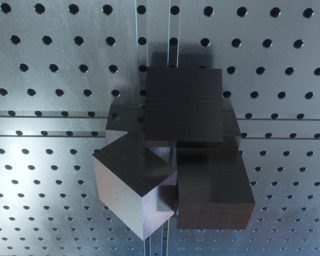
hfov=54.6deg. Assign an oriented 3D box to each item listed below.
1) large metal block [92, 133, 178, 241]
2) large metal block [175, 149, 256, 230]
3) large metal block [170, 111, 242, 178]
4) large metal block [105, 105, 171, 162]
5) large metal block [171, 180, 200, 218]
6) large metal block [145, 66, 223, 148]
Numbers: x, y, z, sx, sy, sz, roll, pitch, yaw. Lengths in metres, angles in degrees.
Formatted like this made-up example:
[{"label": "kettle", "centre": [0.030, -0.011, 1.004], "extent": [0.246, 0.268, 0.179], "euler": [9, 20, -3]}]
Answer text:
[{"label": "large metal block", "centre": [-0.029, 0.066, 0.355], "extent": [0.080, 0.050, 0.080], "euler": [33, 140, 32]}, {"label": "large metal block", "centre": [0.059, 0.072, 0.371], "extent": [0.080, 0.080, 0.050], "euler": [1, 130, -1]}, {"label": "large metal block", "centre": [0.056, 0.023, 0.415], "extent": [0.080, 0.050, 0.080], "euler": [2, 130, -2]}, {"label": "large metal block", "centre": [-0.029, 0.020, 0.412], "extent": [0.080, 0.050, 0.080], "euler": [5, 130, -5]}, {"label": "large metal block", "centre": [0.016, 0.097, 0.451], "extent": [0.080, 0.050, 0.080], "euler": [2, 175, -1]}, {"label": "large metal block", "centre": [0.025, -0.021, 0.348], "extent": [0.080, 0.080, 0.050], "euler": [2, 168, -2]}]
